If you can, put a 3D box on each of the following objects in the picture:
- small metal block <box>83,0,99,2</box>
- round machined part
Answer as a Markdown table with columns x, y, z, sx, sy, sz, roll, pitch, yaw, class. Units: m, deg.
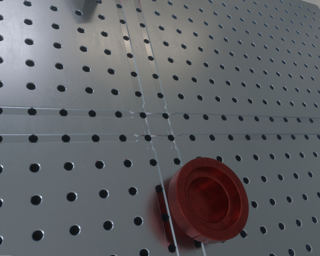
| x | y | z | sx | sy | sz | roll | pitch | yaw | class |
| --- | --- | --- | --- | --- | --- | --- | --- | --- | --- |
| -0.109 | -0.231 | 0.474 | 0.025 | 0.050 | 0.050 | -20 | 73 | -36 | small metal block |
| 0.053 | 0.088 | 0.372 | 0.099 | 0.042 | 0.098 | 14 | 56 | -21 | round machined part |
